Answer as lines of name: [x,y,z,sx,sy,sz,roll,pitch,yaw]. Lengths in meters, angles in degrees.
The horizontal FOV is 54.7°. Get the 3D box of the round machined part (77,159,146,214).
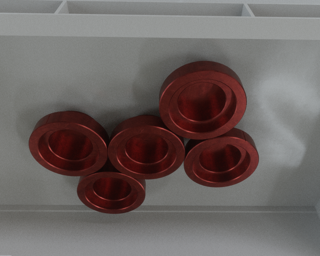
round machined part: [-0.070,0.083,0.464,0.099,0.042,0.097,0,130,0]

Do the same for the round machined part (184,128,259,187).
round machined part: [0.081,0.034,0.424,0.099,0.042,0.097,0,130,0]

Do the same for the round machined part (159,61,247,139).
round machined part: [0.048,-0.036,0.364,0.099,0.042,0.097,0,130,0]

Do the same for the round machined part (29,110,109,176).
round machined part: [-0.115,0.016,0.407,0.099,0.042,0.097,0,130,0]

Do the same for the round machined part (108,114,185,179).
round machined part: [-0.017,0.021,0.411,0.099,0.042,0.097,0,130,0]
